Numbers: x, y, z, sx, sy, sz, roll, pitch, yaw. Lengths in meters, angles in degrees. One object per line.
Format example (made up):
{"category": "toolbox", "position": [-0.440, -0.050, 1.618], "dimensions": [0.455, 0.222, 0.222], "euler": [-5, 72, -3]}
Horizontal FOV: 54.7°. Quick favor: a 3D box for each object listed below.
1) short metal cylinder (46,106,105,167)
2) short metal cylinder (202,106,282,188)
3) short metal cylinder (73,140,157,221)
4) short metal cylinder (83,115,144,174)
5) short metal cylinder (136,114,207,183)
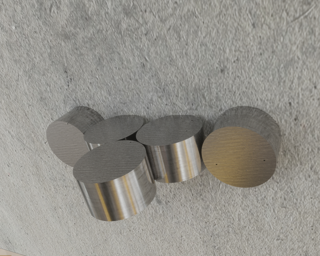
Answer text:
{"category": "short metal cylinder", "position": [-0.120, 0.013, 0.464], "dimensions": [0.080, 0.050, 0.079], "euler": [13, 124, 20]}
{"category": "short metal cylinder", "position": [0.094, 0.021, 0.355], "dimensions": [0.080, 0.050, 0.079], "euler": [13, 124, 20]}
{"category": "short metal cylinder", "position": [-0.049, 0.056, 0.343], "dimensions": [0.080, 0.080, 0.050], "euler": [1, 120, 28]}
{"category": "short metal cylinder", "position": [-0.055, 0.022, 0.415], "dimensions": [0.080, 0.080, 0.050], "euler": [0, 119, 28]}
{"category": "short metal cylinder", "position": [0.016, 0.023, 0.379], "dimensions": [0.080, 0.080, 0.050], "euler": [0, 118, 28]}
